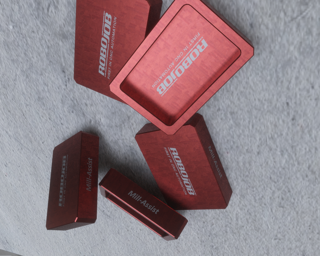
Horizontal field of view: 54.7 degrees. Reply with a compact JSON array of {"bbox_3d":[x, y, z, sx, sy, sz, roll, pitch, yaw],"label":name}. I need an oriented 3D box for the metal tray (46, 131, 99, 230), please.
[{"bbox_3d":[-0.129,0.079,0.460,0.030,0.130,0.090,19,147,-40],"label":"metal tray"}]

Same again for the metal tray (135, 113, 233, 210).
[{"bbox_3d":[0.033,0.050,0.416,0.090,0.030,0.129,-11,113,32],"label":"metal tray"}]

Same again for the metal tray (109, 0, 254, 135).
[{"bbox_3d":[0.020,-0.064,0.325,0.090,0.030,0.129,38,117,-11],"label":"metal tray"}]

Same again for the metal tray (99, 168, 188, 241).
[{"bbox_3d":[-0.028,0.117,0.463,0.130,0.030,0.090,34,158,6],"label":"metal tray"}]

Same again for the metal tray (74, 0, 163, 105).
[{"bbox_3d":[-0.055,-0.100,0.369,0.090,0.030,0.129,23,127,13],"label":"metal tray"}]
